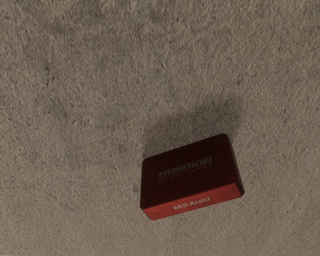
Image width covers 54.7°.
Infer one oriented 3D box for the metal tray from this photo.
[{"bbox_3d":[0.039,0.065,0.420,0.130,0.090,0.030,-19,128,15],"label":"metal tray"}]
